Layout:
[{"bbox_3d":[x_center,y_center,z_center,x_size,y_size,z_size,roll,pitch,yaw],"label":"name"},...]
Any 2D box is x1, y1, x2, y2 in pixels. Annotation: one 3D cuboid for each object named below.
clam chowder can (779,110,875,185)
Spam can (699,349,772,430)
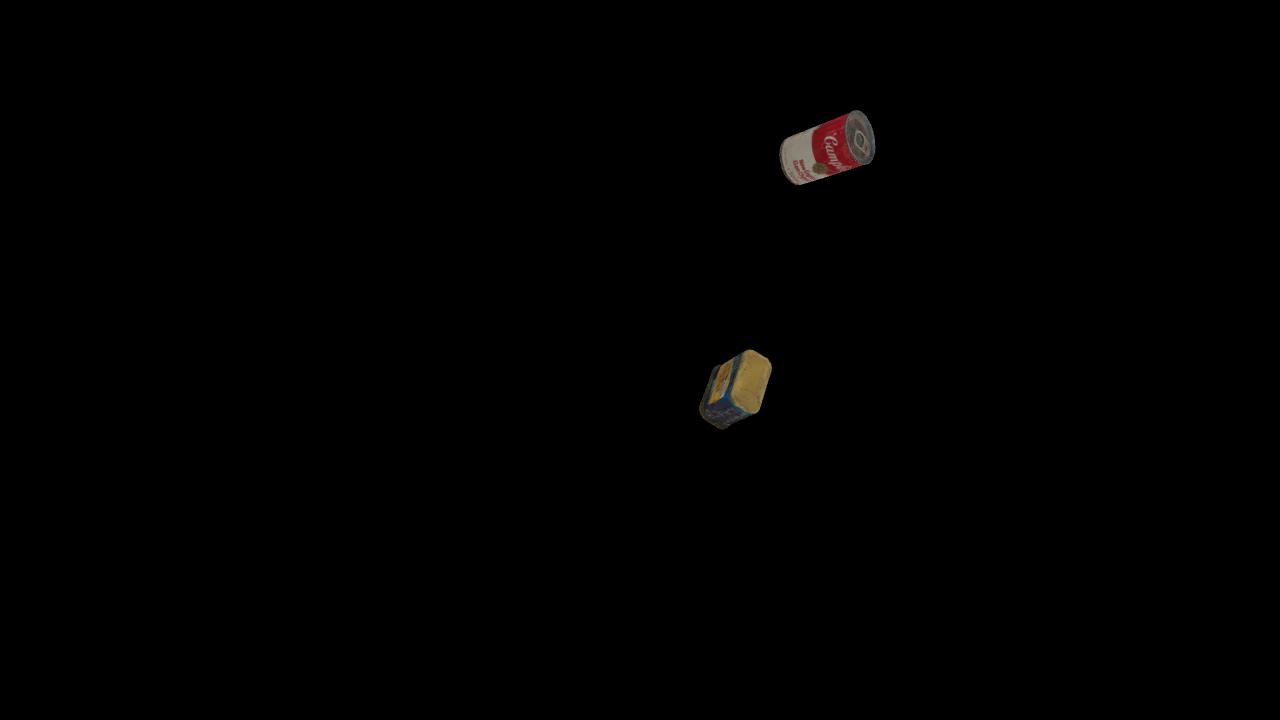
[{"bbox_3d":[0.242,-0.274,0.802,0.068,0.068,0.102,0,-3,-40],"label":"clam chowder can"},{"bbox_3d":[0.142,0.042,0.910,0.058,0.101,0.085,30,-30,-13],"label":"Spam can"}]
